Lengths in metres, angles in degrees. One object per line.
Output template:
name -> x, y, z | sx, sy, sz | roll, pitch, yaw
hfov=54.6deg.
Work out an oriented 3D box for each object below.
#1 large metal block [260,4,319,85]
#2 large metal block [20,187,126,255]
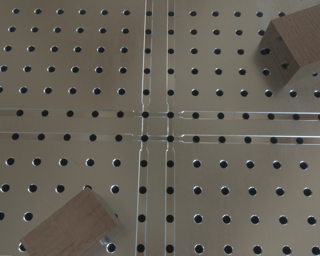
large metal block -> 0.205, -0.119, 0.443 | 0.080, 0.050, 0.080 | -20, 71, -7
large metal block -> -0.089, 0.116, 0.340 | 0.080, 0.080, 0.050 | -39, 75, -13
